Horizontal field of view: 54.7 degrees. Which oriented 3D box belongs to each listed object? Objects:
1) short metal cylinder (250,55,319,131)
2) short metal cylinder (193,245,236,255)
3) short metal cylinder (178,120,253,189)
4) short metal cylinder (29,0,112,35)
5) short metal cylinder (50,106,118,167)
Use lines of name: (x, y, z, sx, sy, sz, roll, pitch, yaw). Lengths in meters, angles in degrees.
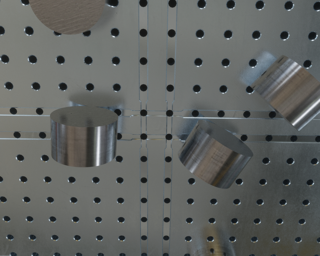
short metal cylinder: (0.155, -0.041, 0.370, 0.080, 0.080, 0.050, 40, 105, -13)
short metal cylinder: (0.089, 0.234, 0.487, 0.081, 0.050, 0.079, 0, 110, 0)
short metal cylinder: (0.070, 0.032, 0.396, 0.080, 0.080, 0.050, 27, 108, -10)
short metal cylinder: (-0.097, -0.147, 0.345, 0.081, 0.050, 0.079, 0, 110, 0)
short metal cylinder: (-0.094, 0.008, 0.386, 0.081, 0.080, 0.050, 5, 110, -2)
